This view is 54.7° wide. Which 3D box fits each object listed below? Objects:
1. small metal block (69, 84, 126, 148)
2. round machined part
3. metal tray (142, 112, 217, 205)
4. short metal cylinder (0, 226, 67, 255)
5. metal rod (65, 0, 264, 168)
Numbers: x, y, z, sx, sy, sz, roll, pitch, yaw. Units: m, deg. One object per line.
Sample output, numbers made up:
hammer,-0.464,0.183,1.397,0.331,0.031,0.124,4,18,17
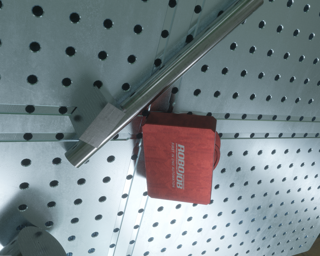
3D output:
small metal block,-0.072,-0.014,0.348,0.050,0.050,0.025,-50,129,7
round machined part,0.049,0.039,0.454,0.099,0.042,0.097,-14,124,-22
metal tray,0.027,0.044,0.420,0.090,0.030,0.129,5,124,11
short metal cylinder,-0.165,0.174,0.394,0.050,0.080,0.080,-44,130,2
metal rod,0.005,-0.060,0.378,0.300,0.025,0.025,-42,130,0
